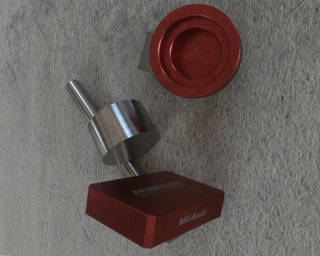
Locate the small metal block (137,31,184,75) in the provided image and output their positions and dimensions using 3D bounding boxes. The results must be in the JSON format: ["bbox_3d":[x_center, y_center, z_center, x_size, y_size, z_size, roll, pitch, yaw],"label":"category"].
[{"bbox_3d":[0.003,-0.093,0.401,0.050,0.025,0.050,27,107,36],"label":"small metal block"}]

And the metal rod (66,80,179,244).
[{"bbox_3d":[-0.064,0.033,0.455,0.300,0.025,0.025,51,120,27],"label":"metal rod"}]

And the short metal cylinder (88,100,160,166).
[{"bbox_3d":[-0.047,0.007,0.406,0.080,0.081,0.050,-43,64,31],"label":"short metal cylinder"}]

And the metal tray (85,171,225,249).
[{"bbox_3d":[-0.001,0.080,0.336,0.090,0.131,0.030,14,99,39],"label":"metal tray"}]

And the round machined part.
[{"bbox_3d":[0.042,-0.082,0.345,0.098,0.042,0.097,3,98,20],"label":"round machined part"}]
